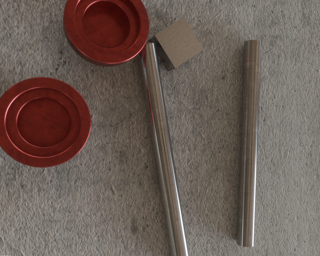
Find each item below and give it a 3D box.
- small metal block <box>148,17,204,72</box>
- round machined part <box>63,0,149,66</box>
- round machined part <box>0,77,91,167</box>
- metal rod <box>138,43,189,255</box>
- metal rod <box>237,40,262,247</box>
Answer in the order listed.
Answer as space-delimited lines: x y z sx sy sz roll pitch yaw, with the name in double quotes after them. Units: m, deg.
0.022 -0.112 0.417 0.050 0.025 0.050 -37 102 -16 "small metal block"
-0.066 -0.123 0.376 0.099 0.042 0.097 0 90 -20 "round machined part"
-0.131 -0.006 0.352 0.099 0.042 0.097 0 90 -20 "round machined part"
0.006 0.040 0.411 0.025 0.025 0.298 -10 94 -20 "metal rod"
0.132 0.022 0.457 0.025 0.025 0.298 3 89 -20 "metal rod"
